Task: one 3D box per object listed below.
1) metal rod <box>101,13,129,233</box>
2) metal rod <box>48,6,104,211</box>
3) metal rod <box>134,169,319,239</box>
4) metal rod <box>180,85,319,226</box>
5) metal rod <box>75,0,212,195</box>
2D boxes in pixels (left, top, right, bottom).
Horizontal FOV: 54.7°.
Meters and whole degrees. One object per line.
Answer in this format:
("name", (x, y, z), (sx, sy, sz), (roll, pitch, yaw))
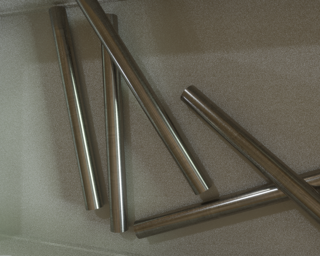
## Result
("metal rod", (-0.064, -0.008, 0.433), (0.025, 0.025, 0.298), (-4, 89, 20))
("metal rod", (-0.124, -0.031, 0.454), (0.025, 0.025, 0.298), (-13, 86, 19))
("metal rod", (0.104, 0.087, 0.373), (0.300, 0.025, 0.025), (-21, 83, 18))
("metal rod", (0.133, 0.052, 0.339), (0.300, 0.025, 0.025), (45, 104, 23))
("metal rod", (-0.023, -0.049, 0.402), (0.025, 0.025, 0.299), (-33, 86, 17))
